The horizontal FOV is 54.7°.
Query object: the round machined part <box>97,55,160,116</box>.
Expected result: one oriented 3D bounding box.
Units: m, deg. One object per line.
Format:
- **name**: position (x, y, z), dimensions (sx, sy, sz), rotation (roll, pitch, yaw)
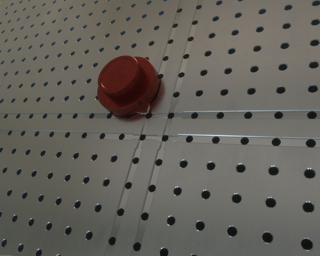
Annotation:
- **round machined part**: position (-0.054, -0.070, 0.467), dimensions (0.098, 0.042, 0.098), rotation (-13, 56, 20)
